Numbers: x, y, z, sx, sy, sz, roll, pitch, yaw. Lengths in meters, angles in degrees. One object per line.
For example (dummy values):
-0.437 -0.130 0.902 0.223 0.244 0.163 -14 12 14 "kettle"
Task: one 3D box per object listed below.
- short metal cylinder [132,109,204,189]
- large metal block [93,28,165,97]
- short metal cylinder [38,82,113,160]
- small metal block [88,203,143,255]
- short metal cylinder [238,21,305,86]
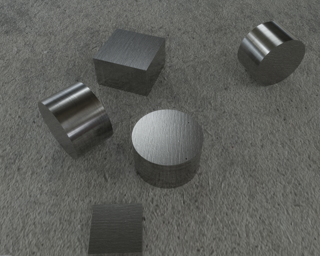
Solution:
0.009 0.024 0.367 0.081 0.050 0.080 0 50 0 "short metal cylinder"
-0.043 -0.101 0.472 0.080 0.050 0.080 15 52 12 "large metal block"
-0.102 -0.009 0.374 0.050 0.080 0.080 -35 59 -26 "short metal cylinder"
-0.043 0.105 0.314 0.050 0.025 0.050 -1 50 -1 "small metal block"
0.164 -0.110 0.461 0.081 0.080 0.050 -17 52 -14 "short metal cylinder"
